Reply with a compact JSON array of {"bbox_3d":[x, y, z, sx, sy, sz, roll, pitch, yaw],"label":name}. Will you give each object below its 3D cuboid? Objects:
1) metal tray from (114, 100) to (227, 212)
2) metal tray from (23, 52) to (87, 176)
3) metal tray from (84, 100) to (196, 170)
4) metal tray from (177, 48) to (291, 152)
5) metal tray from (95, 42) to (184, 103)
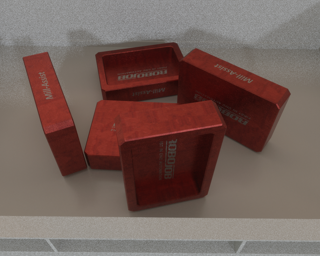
[{"bbox_3d":[0.008,0.033,0.305,0.091,0.129,0.030,-9,51,-9],"label":"metal tray"},{"bbox_3d":[-0.127,-0.018,0.374,0.030,0.089,0.130,-19,53,-16],"label":"metal tray"},{"bbox_3d":[-0.020,0.009,0.390,0.131,0.030,0.090,3,50,2],"label":"metal tray"},{"bbox_3d":[0.084,-0.034,0.390,0.130,0.089,0.030,31,57,23],"label":"metal tray"},{"bbox_3d":[-0.026,-0.085,0.470,0.131,0.030,0.090,-10,51,-9],"label":"metal tray"}]
